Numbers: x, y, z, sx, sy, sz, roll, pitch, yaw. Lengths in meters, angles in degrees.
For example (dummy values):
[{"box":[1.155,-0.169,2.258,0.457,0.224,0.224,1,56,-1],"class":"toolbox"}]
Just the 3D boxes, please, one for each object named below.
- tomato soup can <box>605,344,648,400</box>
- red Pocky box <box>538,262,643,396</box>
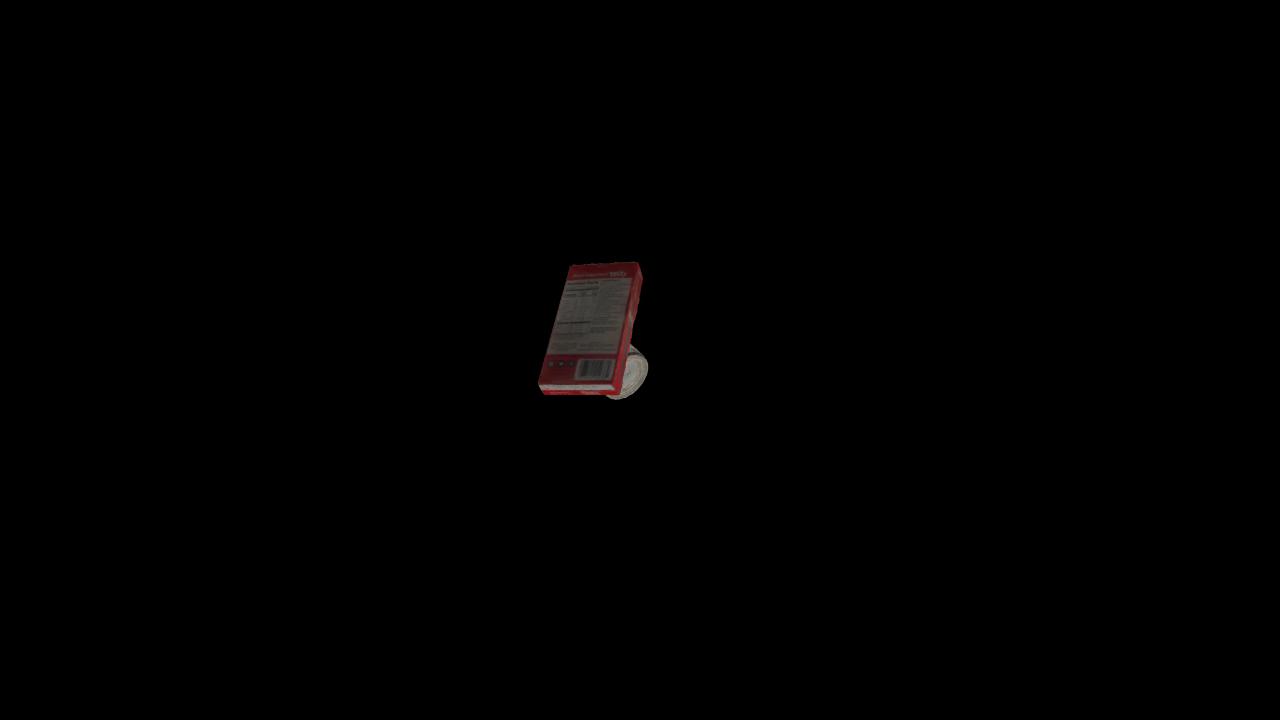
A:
[{"box":[-0.045,-0.006,0.759,0.068,0.068,0.101,0,33,-42],"class":"tomato soup can"},{"box":[-0.048,-0.034,0.641,0.083,0.155,0.028,0,-32,18],"class":"red Pocky box"}]
